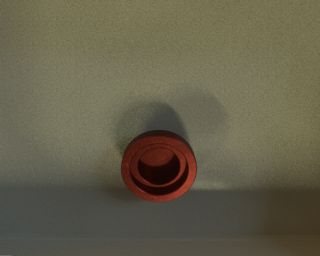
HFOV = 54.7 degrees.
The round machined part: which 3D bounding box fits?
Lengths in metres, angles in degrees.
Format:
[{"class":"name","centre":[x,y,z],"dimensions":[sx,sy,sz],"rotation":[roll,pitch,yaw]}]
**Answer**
[{"class":"round machined part","centre":[-0.001,0.048,0.420],"dimensions":[0.099,0.042,0.097],"rotation":[0,110,-1]}]
